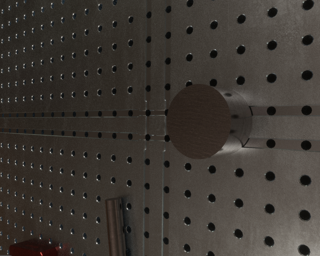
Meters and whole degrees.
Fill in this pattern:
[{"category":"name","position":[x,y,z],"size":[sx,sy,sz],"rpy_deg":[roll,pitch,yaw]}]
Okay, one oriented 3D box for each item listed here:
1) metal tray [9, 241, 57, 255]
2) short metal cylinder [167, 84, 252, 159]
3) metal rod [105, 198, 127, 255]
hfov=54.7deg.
[{"category":"metal tray","position":[-0.249,0.278,0.608],"size":[0.130,0.030,0.089],"rpy_deg":[-10,84,39]},{"category":"short metal cylinder","position":[0.055,-0.007,0.347],"size":[0.080,0.050,0.079],"rpy_deg":[0,90,39]},{"category":"metal rod","position":[-0.055,0.254,0.452],"size":[0.025,0.025,0.298],"rpy_deg":[-10,84,39]}]
